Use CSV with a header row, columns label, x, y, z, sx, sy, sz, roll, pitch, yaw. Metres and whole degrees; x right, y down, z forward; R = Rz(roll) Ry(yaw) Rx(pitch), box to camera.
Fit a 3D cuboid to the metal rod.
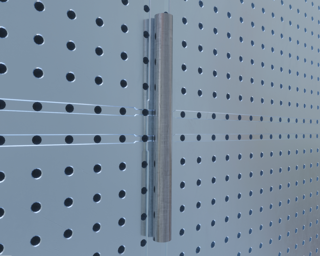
label,x,y,z,sx,sy,sz,roll,pitch,yaw
metal rod,0.004,-0.001,0.414,0.025,0.025,0.298,1,90,-40
